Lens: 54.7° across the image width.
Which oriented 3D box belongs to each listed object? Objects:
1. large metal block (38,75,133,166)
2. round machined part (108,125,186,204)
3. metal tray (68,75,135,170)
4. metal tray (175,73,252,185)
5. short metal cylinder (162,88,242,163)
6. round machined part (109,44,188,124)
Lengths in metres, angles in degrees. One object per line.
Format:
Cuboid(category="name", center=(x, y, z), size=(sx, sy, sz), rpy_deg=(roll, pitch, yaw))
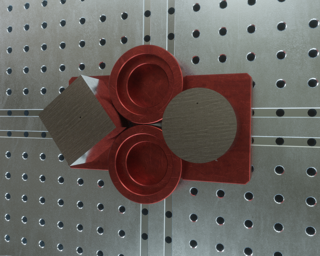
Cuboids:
Cuboid(category="large metal block", center=(-0.095, -0.009, 0.400), size=(0.080, 0.050, 0.080), rpy_deg=(-38, 78, 16))
Cuboid(category="round machined part", center=(-0.014, 0.045, 0.398), size=(0.098, 0.042, 0.097), rpy_deg=(0, 90, 20))
Cuboid(category="metal tray", center=(-0.083, -0.007, 0.439), size=(0.090, 0.030, 0.129), rpy_deg=(1, 90, 18))
Cuboid(category="metal tray", center=(0.067, 0.000, 0.384), size=(0.090, 0.030, 0.129), rpy_deg=(1, 90, 19))
Cuboid(category="short metal cylinder", center=(0.048, -0.003, 0.349), size=(0.080, 0.050, 0.079), rpy_deg=(0, 90, 20))
Cuboid(category="round machined part", center=(-0.012, -0.054, 0.398), size=(0.098, 0.042, 0.097), rpy_deg=(0, 90, 20))
